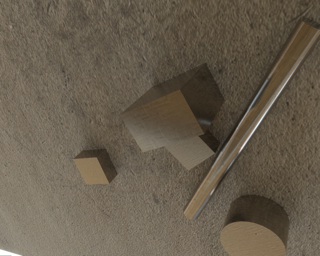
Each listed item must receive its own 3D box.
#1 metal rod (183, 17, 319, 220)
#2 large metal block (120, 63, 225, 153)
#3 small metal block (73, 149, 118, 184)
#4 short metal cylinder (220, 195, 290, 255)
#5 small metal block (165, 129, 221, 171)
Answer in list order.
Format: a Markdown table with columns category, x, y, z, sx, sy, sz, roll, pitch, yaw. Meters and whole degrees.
| category | x | y | z | sx | sy | sz | roll | pitch | yaw |
| --- | --- | --- | --- | --- | --- | --- | --- | --- | --- |
| metal rod | 0.091 | 0.016 | 0.367 | 0.025 | 0.025 | 0.298 | 29 | 128 | 9 |
| large metal block | 0.016 | -0.023 | 0.347 | 0.080 | 0.080 | 0.050 | -19 | 108 | 35 |
| small metal block | -0.104 | 0.062 | 0.498 | 0.050 | 0.025 | 0.050 | -7 | 115 | 31 |
| short metal cylinder | 0.125 | 0.136 | 0.408 | 0.080 | 0.050 | 0.079 | 13 | 124 | 20 |
| small metal block | 0.040 | 0.020 | 0.397 | 0.050 | 0.025 | 0.050 | 46 | 129 | -4 |
